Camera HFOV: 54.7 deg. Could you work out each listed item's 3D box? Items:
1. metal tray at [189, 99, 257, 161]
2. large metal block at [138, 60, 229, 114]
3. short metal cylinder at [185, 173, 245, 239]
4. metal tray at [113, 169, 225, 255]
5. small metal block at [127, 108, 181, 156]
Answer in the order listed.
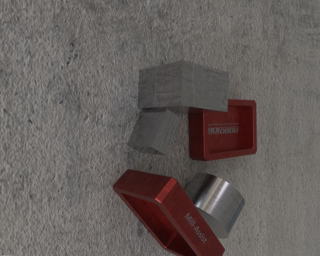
[{"bbox_3d":[0.102,0.000,0.486,0.131,0.030,0.089,-2,92,-40],"label":"metal tray"},{"bbox_3d":[0.029,-0.047,0.393,0.081,0.080,0.050,4,88,-40],"label":"large metal block"},{"bbox_3d":[0.069,0.107,0.427,0.050,0.080,0.080,-52,121,-27],"label":"short metal cylinder"},{"bbox_3d":[0.011,0.109,0.371,0.030,0.090,0.130,-48,119,-29],"label":"metal tray"},{"bbox_3d":[-0.008,0.005,0.382,0.025,0.050,0.050,33,70,-35],"label":"small metal block"}]
